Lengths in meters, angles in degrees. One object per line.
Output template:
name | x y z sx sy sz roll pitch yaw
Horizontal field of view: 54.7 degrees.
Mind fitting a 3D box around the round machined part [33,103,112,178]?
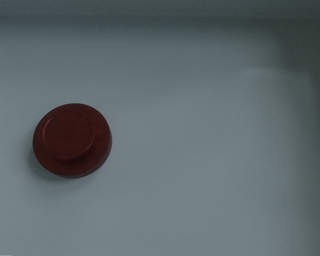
round machined part | -0.113 0.012 0.395 0.099 0.042 0.098 0 70 -1

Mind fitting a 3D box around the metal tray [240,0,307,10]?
metal tray | 0.192 -0.228 0.461 0.131 0.090 0.030 -11 71 -5
